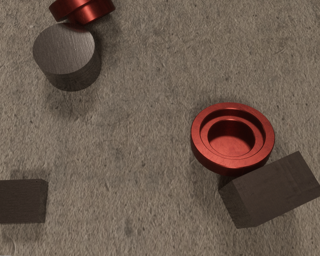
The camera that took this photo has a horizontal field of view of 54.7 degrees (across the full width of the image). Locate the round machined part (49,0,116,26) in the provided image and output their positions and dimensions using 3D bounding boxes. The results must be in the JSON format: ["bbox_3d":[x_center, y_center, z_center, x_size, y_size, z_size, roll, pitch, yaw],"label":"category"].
[{"bbox_3d":[-0.103,-0.173,0.442,0.098,0.098,0.042,-32,111,-11],"label":"round machined part"}]

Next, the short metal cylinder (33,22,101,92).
[{"bbox_3d":[-0.126,-0.097,0.429,0.081,0.050,0.080,0,70,0],"label":"short metal cylinder"}]

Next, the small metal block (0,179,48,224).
[{"bbox_3d":[-0.166,0.089,0.373,0.050,0.025,0.050,-2,70,-1],"label":"small metal block"}]

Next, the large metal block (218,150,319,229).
[{"bbox_3d":[0.121,0.074,0.354,0.080,0.080,0.050,-22,72,-8],"label":"large metal block"}]

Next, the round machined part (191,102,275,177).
[{"bbox_3d":[0.087,0.018,0.384,0.099,0.042,0.098,-2,52,3],"label":"round machined part"}]
